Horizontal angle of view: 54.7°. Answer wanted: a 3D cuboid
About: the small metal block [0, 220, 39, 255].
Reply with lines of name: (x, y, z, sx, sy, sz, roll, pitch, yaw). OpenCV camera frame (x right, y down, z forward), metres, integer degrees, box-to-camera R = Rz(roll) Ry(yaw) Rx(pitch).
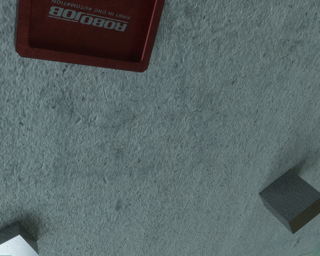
small metal block: (-0.192, 0.154, 0.397, 0.050, 0.025, 0.050, -27, 128, -12)

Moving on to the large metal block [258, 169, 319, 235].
large metal block: (0.253, 0.140, 0.597, 0.080, 0.080, 0.050, -37, 129, -4)

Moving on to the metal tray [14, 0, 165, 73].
metal tray: (-0.066, -0.108, 0.300, 0.131, 0.030, 0.089, 2, 118, -30)
